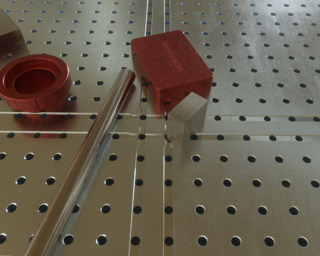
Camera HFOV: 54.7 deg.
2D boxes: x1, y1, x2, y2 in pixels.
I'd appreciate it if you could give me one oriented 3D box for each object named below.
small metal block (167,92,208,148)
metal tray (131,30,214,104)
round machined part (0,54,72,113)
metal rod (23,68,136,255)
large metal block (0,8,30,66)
[{"bbox_3d":[0.035,-0.010,0.400,0.025,0.050,0.050,32,57,24],"label":"small metal block"},{"bbox_3d":[0.016,-0.101,0.489,0.091,0.030,0.130,-16,52,-13],"label":"metal tray"},{"bbox_3d":[-0.177,-0.059,0.444,0.099,0.042,0.098,0,50,0],"label":"round machined part"},{"bbox_3d":[-0.087,0.030,0.381,0.025,0.025,0.300,12,51,9],"label":"metal rod"},{"bbox_3d":[-0.277,-0.146,0.510,0.081,0.050,0.080,-31,57,-24],"label":"large metal block"}]
